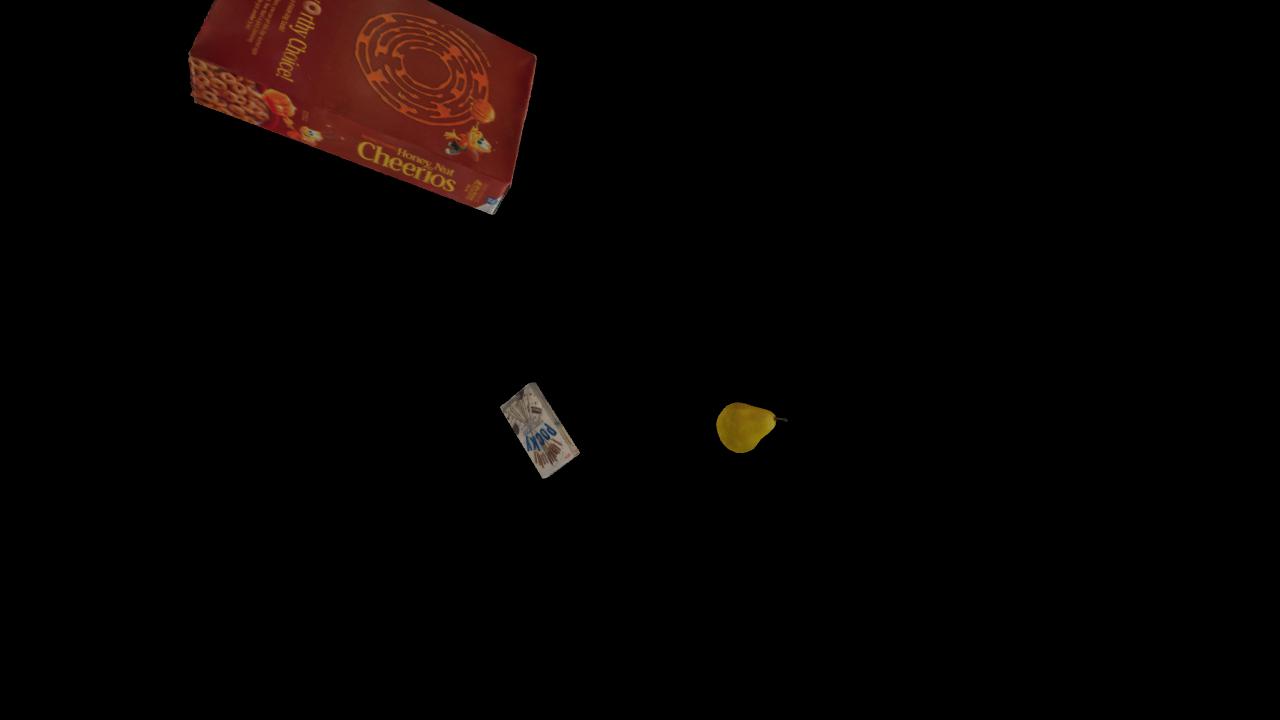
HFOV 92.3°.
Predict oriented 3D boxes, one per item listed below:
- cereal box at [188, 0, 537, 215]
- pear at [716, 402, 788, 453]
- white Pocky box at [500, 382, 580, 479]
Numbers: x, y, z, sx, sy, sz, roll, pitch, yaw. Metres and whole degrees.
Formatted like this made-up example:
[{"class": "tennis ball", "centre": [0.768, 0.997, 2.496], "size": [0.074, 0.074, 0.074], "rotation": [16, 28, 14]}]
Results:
[{"class": "cereal box", "centre": [-0.276, -0.307, 0.669], "size": [0.306, 0.203, 0.081], "rotation": [17, -26, -27]}, {"class": "pear", "centre": [0.175, 0.097, 0.962], "size": [0.111, 0.080, 0.080], "rotation": [-32, -19, 34]}, {"class": "white Pocky box", "centre": [-0.179, 0.125, 1.095], "size": [0.084, 0.154, 0.028], "rotation": [-38, -11, 22]}]
